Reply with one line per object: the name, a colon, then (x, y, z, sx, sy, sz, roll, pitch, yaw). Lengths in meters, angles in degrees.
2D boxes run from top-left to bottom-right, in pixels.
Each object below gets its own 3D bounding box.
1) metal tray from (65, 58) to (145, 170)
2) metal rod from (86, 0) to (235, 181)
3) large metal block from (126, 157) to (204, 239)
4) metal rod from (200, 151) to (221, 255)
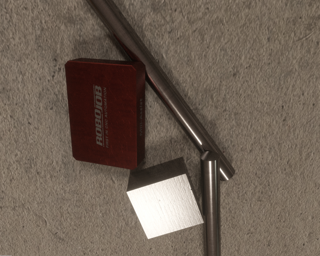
metal tray: (-0.066, -0.018, 0.385, 0.090, 0.030, 0.129, 7, 111, 16)
metal rod: (0.007, -0.048, 0.392, 0.025, 0.025, 0.300, -34, 107, 11)
large metal block: (0.008, 0.097, 0.432, 0.080, 0.050, 0.080, -18, 109, 6)
metal rod: (0.077, 0.170, 0.459, 0.025, 0.025, 0.298, -5, 115, 1)
